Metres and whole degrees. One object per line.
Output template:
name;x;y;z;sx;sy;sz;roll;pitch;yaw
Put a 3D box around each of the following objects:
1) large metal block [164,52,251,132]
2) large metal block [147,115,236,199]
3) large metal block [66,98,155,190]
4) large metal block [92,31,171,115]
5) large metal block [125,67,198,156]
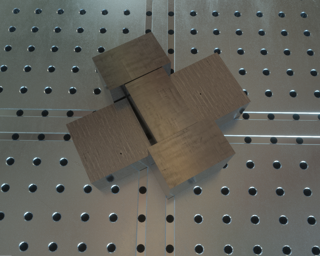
large metal block;0.058;-0.041;0.413;0.080;0.050;0.080;-27;74;-9
large metal block;0.033;0.038;0.369;0.080;0.080;0.050;-27;72;-10
large metal block;-0.060;0.021;0.392;0.080;0.050;0.080;-25;72;-9
large metal block;-0.034;-0.067;0.406;0.080;0.080;0.050;-27;72;-9
large metal block;0.001;-0.015;0.388;0.050;0.080;0.080;-27;72;-9
